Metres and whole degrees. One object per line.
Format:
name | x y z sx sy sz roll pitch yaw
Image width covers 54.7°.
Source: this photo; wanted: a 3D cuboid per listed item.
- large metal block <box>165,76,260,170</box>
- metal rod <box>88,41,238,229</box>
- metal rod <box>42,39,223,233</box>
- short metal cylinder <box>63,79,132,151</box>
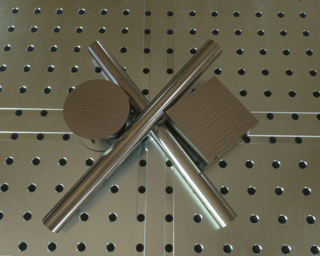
large metal block | 0.063 -0.005 0.396 0.080 0.050 0.080 -37 74 -12
metal rod | -0.006 -0.003 0.408 0.025 0.025 0.300 -34 74 -12
metal rod | -0.029 0.005 0.383 0.025 0.025 0.300 41 83 13
short metal cylinder | -0.077 -0.016 0.400 0.081 0.050 0.080 0 70 0
